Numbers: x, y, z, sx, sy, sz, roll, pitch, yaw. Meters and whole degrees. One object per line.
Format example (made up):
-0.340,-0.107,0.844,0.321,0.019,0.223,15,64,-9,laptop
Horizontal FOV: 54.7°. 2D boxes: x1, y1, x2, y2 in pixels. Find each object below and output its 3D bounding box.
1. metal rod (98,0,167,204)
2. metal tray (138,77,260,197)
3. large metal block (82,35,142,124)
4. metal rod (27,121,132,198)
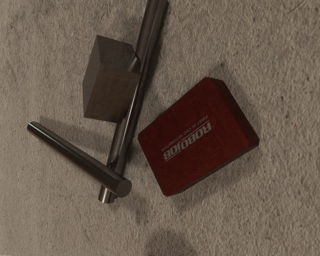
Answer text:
-0.042,-0.032,0.437,0.025,0.025,0.298,25,106,37,metal rod
0.039,0.013,0.368,0.129,0.030,0.090,-40,66,32,metal tray
-0.068,-0.065,0.414,0.080,0.050,0.079,-108,36,-47,large metal block
-0.147,0.038,0.501,0.300,0.025,0.025,21,104,44,metal rod
